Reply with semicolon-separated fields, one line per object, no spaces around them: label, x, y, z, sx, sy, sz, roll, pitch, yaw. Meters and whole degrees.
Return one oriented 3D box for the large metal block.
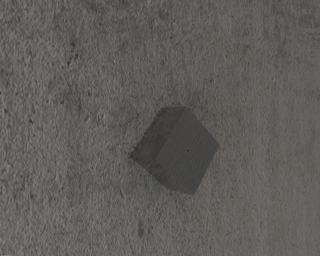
large metal block;0.022;0.029;0.406;0.080;0.050;0.080;46;63;-30
